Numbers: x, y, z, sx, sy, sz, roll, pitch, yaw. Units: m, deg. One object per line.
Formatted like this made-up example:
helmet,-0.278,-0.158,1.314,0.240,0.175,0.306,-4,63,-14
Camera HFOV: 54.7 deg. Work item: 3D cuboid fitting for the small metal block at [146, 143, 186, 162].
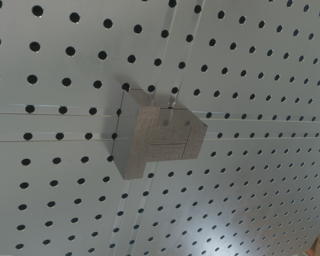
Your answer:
small metal block,-0.002,0.019,0.406,0.050,0.050,0.025,0,119,-29

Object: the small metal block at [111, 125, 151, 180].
small metal block,-0.038,0.030,0.393,0.025,0.050,0.050,0,119,-29

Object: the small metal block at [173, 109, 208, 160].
small metal block,0.034,0.008,0.419,0.025,0.050,0.050,0,119,-29

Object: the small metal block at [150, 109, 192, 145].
small metal block,0.004,-0.003,0.396,0.050,0.050,0.025,0,119,-29

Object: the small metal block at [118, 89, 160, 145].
small metal block,-0.027,-0.014,0.372,0.025,0.050,0.050,0,119,-29
